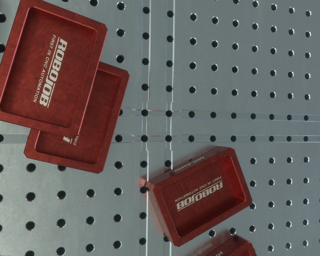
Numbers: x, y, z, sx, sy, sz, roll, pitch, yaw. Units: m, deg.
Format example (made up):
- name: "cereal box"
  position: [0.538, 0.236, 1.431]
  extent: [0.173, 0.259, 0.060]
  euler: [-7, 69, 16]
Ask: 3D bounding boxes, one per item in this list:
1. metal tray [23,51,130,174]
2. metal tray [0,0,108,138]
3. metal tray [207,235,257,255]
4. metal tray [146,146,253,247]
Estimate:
- name: "metal tray"
  position: [-0.098, -0.019, 0.373]
  extent: [0.091, 0.030, 0.129]
  euler: [17, 84, -19]
- name: "metal tray"
  position: [-0.118, -0.062, 0.333]
  extent: [0.091, 0.030, 0.129]
  euler: [16, 85, -19]
- name: "metal tray"
  position: [0.087, 0.228, 0.441]
  extent: [0.131, 0.030, 0.090]
  euler: [-27, 99, -18]
- name: "metal tray"
  position: [0.056, 0.091, 0.430]
  extent: [0.131, 0.030, 0.090]
  euler: [-23, 98, -19]
